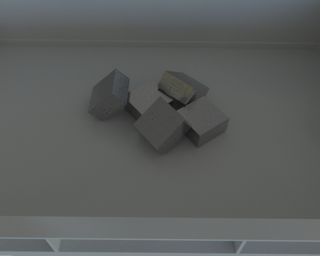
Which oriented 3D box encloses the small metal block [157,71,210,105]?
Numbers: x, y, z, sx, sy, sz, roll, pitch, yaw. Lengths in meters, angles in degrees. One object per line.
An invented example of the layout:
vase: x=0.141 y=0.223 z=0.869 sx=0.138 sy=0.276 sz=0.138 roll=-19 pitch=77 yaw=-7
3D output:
small metal block: x=0.034 y=-0.057 z=0.436 sx=0.050 sy=0.025 sz=0.050 roll=36 pitch=24 yaw=25

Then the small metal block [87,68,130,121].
small metal block: x=-0.069 y=-0.045 z=0.422 sx=0.050 sy=0.025 sz=0.050 roll=-31 pitch=40 yaw=32

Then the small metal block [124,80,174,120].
small metal block: x=-0.016 y=-0.034 z=0.431 sx=0.050 sy=0.025 sz=0.050 roll=-31 pitch=57 yaw=-24

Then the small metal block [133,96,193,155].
small metal block: x=0.003 y=-0.004 z=0.391 sx=0.050 sy=0.025 sz=0.050 roll=-47 pitch=59 yaw=4

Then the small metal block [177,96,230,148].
small metal block: x=0.055 y=-0.009 z=0.411 sx=0.050 sy=0.025 sz=0.050 roll=-29 pitch=56 yaw=-23
